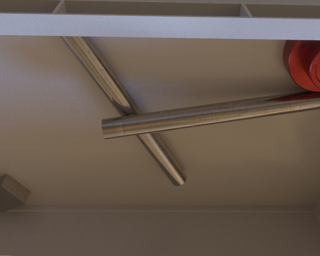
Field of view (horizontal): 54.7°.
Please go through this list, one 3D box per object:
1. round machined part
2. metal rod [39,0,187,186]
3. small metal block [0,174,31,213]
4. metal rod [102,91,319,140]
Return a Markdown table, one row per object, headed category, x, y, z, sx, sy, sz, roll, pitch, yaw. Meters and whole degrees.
| category | x | y | z | sx | sy | sz | roll | pitch | yaw |
| --- | --- | --- | --- | --- | --- | --- | --- | --- | --- |
| round machined part | 0.190 | -0.079 | 0.334 | 0.099 | 0.042 | 0.097 | -1 | 130 | 0 |
| metal rod | -0.039 | -0.022 | 0.389 | 0.025 | 0.025 | 0.299 | -22 | 127 | 17 |
| small metal block | -0.248 | 0.105 | 0.495 | 0.050 | 0.025 | 0.050 | -23 | 127 | 17 |
| metal rod | 0.082 | -0.019 | 0.374 | 0.302 | 0.025 | 0.025 | -8 | 130 | -2 |
